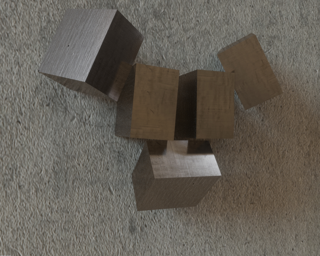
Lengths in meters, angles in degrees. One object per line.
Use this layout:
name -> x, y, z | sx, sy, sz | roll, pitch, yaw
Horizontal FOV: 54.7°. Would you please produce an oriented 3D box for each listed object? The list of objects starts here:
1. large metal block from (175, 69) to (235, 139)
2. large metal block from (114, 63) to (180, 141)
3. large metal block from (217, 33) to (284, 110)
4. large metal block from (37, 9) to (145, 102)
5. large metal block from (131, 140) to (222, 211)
large metal block -> 0.052, -0.028, 0.402 | 0.050, 0.080, 0.079 | 1, 90, -20
large metal block -> -0.019, -0.028, 0.375 | 0.050, 0.080, 0.080 | 5, 88, -20
large metal block -> 0.120, -0.079, 0.420 | 0.050, 0.080, 0.080 | -26, 101, 20
large metal block -> -0.076, -0.082, 0.344 | 0.050, 0.080, 0.080 | 32, 77, -54
large metal block -> 0.016, 0.059, 0.382 | 0.081, 0.079, 0.050 | 1, 51, -20
